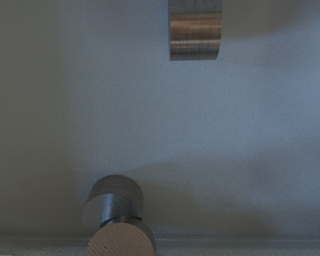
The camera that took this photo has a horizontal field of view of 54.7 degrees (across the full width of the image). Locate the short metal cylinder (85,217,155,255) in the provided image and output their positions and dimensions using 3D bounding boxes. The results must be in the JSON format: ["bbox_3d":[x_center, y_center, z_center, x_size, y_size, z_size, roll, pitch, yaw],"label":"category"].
[{"bbox_3d":[-0.046,0.154,0.384,0.080,0.050,0.080,0,82,1],"label":"short metal cylinder"}]

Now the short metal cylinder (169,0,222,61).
[{"bbox_3d":[0.035,-0.115,0.340,0.050,0.080,0.079,-1,110,0],"label":"short metal cylinder"}]

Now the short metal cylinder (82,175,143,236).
[{"bbox_3d":[-0.064,0.114,0.439,0.081,0.050,0.079,0,110,0],"label":"short metal cylinder"}]
